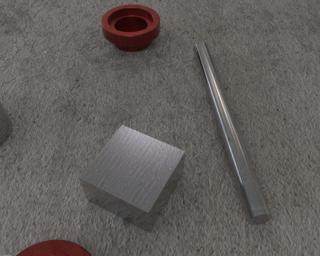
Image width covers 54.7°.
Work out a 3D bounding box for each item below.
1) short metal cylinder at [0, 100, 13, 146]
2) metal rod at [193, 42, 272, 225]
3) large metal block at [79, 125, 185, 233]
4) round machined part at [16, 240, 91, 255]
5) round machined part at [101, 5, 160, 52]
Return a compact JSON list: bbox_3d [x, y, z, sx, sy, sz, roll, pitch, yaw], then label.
[{"bbox_3d":[-0.238,-0.009,0.393,0.081,0.050,0.080,0,50,0],"label":"short metal cylinder"},{"bbox_3d":[0.086,-0.018,0.418,0.025,0.025,0.300,-5,50,-5],"label":"metal rod"},{"bbox_3d":[-0.027,0.054,0.342,0.080,0.050,0.080,22,53,17],"label":"large metal block"},{"bbox_3d":[-0.101,0.145,0.269,0.099,0.042,0.098,0,50,0],"label":"round machined part"},{"bbox_3d":[-0.049,-0.168,0.533,0.099,0.042,0.098,0,50,0],"label":"round machined part"}]
